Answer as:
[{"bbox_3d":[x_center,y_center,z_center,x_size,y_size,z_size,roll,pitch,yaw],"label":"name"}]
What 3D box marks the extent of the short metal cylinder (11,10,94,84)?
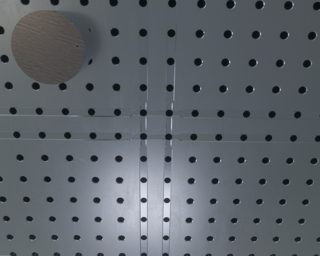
[{"bbox_3d":[-0.123,-0.096,0.364,0.081,0.050,0.079,0,110,0],"label":"short metal cylinder"}]
